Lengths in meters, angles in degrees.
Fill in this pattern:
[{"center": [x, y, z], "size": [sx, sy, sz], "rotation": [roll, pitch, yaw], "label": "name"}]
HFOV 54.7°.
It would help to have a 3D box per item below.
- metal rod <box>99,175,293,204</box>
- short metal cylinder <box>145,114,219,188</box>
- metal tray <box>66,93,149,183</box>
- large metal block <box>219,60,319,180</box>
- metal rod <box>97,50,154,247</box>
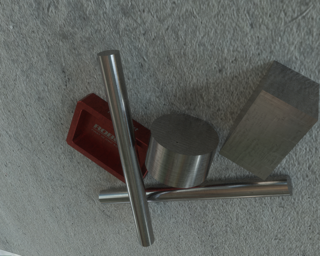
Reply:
[{"center": [0.029, 0.093, 0.447], "size": [0.300, 0.025, 0.025], "rotation": [-11, 113, 32], "label": "metal rod"}, {"center": [0.025, 0.025, 0.373], "size": [0.080, 0.080, 0.050], "rotation": [22, 126, 15], "label": "short metal cylinder"}, {"center": [-0.067, 0.020, 0.449], "size": [0.130, 0.030, 0.089], "rotation": [33, 129, 5], "label": "metal tray"}, {"center": [0.109, -0.010, 0.308], "size": [0.050, 0.080, 0.079], "rotation": [31, 128, 8], "label": "large metal block"}, {"center": [-0.039, 0.046, 0.414], "size": [0.025, 0.025, 0.298], "rotation": [6, 121, 25], "label": "metal rod"}]
